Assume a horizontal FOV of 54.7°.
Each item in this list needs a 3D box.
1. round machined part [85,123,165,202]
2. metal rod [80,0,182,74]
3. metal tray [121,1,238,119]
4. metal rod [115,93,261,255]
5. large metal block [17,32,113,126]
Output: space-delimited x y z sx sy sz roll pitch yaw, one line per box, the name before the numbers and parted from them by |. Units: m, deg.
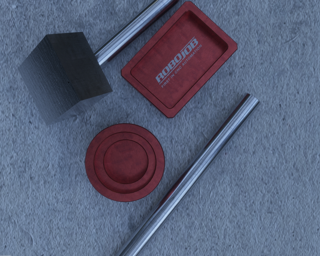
round machined part | -0.043 0.042 0.401 0.099 0.042 0.097 0 90 -1
metal rod | 0.008 -0.168 0.409 0.300 0.025 0.025 -41 91 -1
metal tray | 0.025 -0.087 0.407 0.090 0.030 0.130 43 90 -1
metal rod | 0.029 0.078 0.410 0.025 0.025 0.300 39 90 -1
large metal block | -0.116 -0.059 0.376 0.080 0.050 0.080 -26 91 40
